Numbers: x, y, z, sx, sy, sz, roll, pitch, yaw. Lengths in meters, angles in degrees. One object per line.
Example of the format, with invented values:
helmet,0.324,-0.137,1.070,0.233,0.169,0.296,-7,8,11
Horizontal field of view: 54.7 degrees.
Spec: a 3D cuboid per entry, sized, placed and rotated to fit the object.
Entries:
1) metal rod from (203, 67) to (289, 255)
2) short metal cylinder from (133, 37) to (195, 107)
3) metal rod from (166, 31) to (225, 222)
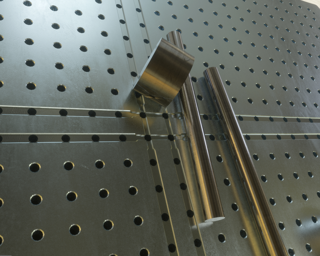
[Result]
metal rod,0.117,0.039,0.446,0.025,0.025,0.299,0,62,-28
short metal cylinder,0.004,-0.075,0.421,0.050,0.080,0.080,29,52,-10
metal rod,0.044,-0.020,0.444,0.025,0.025,0.299,5,60,-26
